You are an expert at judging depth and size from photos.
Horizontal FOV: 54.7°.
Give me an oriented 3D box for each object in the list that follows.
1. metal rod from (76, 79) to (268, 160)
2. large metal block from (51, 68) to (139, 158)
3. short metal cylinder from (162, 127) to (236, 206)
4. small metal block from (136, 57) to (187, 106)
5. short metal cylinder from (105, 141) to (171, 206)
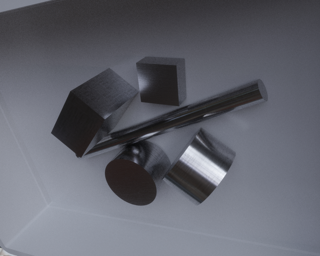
[{"bbox_3d":[-0.009,-0.001,0.410,0.300,0.025,0.025,-19,109,35],"label":"metal rod"},{"bbox_3d":[-0.084,-0.021,0.402,0.050,0.080,0.080,40,129,1],"label":"large metal block"},{"bbox_3d":[0.046,0.046,0.375,0.050,0.080,0.079,37,129,3],"label":"short metal cylinder"},{"bbox_3d":[0.003,-0.056,0.369,0.050,0.025,0.050,8,122,23],"label":"small metal block"},{"bbox_3d":[-0.031,0.064,0.444,0.080,0.050,0.079,13,124,20],"label":"short metal cylinder"}]
